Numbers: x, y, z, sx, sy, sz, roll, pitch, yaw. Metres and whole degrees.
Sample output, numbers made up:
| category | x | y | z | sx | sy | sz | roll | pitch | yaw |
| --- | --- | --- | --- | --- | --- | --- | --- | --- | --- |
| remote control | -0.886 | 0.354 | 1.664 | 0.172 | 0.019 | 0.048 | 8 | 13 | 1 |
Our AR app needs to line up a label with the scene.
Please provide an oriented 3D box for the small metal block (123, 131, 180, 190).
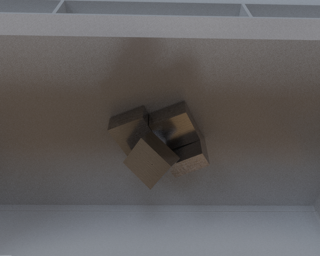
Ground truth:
| category | x | y | z | sx | sy | sz | roll | pitch | yaw |
| --- | --- | --- | --- | --- | --- | --- | --- | --- | --- |
| small metal block | -0.011 | 0.041 | 0.393 | 0.050 | 0.025 | 0.050 | 43 | 124 | 9 |

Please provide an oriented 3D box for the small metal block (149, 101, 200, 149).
| category | x | y | z | sx | sy | sz | roll | pitch | yaw |
| --- | --- | --- | --- | --- | --- | --- | --- | --- | --- |
| small metal block | 0.019 | -0.002 | 0.406 | 0.050 | 0.025 | 0.050 | -20 | 128 | 15 |

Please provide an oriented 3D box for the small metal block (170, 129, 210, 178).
| category | x | y | z | sx | sy | sz | roll | pitch | yaw |
| --- | --- | --- | --- | --- | --- | --- | --- | --- | --- |
| small metal block | 0.036 | 0.033 | 0.419 | 0.050 | 0.050 | 0.025 | -23 | 127 | 17 |

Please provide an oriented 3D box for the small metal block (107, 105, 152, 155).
| category | x | y | z | sx | sy | sz | roll | pitch | yaw |
| --- | --- | --- | --- | --- | --- | --- | --- | --- | --- |
| small metal block | -0.033 | 0.004 | 0.410 | 0.050 | 0.025 | 0.050 | -20 | 128 | 15 |

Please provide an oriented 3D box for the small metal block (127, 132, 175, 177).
| category | x | y | z | sx | sy | sz | roll | pitch | yaw |
| --- | --- | --- | --- | --- | --- | --- | --- | --- | --- |
| small metal block | -0.012 | 0.039 | 0.440 | 0.050 | 0.025 | 0.050 | -20 | 128 | 15 |
